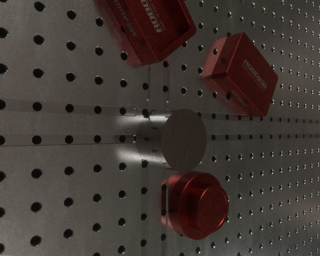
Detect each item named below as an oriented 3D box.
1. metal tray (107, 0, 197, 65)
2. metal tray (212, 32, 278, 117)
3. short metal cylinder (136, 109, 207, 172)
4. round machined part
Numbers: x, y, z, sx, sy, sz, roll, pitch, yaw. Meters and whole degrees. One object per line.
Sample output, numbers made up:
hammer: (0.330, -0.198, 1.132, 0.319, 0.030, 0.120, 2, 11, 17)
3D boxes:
metal tray: (-0.014, -0.159, 0.395, 0.090, 0.030, 0.130, -45, 117, -31)
metal tray: (0.152, -0.088, 0.536, 0.130, 0.030, 0.090, 37, 67, -34)
short metal cylinder: (0.016, 0.015, 0.408, 0.081, 0.050, 0.079, 0, 90, -40)
round machined part: (0.063, 0.115, 0.454, 0.099, 0.042, 0.097, 0, 90, -40)
